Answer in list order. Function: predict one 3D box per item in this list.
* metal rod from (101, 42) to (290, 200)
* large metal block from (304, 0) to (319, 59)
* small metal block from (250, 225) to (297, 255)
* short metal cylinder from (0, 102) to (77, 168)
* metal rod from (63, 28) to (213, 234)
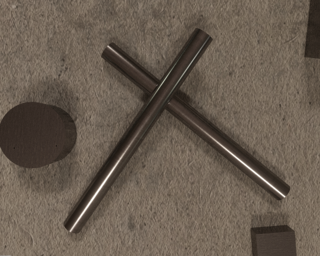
[{"bbox_3d":[0.047,-0.008,0.410,0.300,0.025,0.025,39,90,-1],"label":"metal rod"},{"bbox_3d":[0.228,-0.134,0.385,0.050,0.080,0.079,6,90,0],"label":"large metal block"},{"bbox_3d":[0.151,0.160,0.412,0.050,0.025,0.050,-4,90,-1],"label":"small metal block"},{"bbox_3d":[-0.153,0.008,0.395,0.081,0.050,0.079,0,90,-1],"label":"short metal cylinder"},{"bbox_3d":[-0.031,0.009,0.391,0.025,0.025,0.299,35,97,-1],"label":"metal rod"}]
